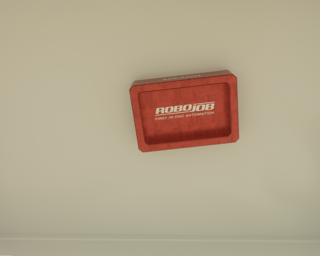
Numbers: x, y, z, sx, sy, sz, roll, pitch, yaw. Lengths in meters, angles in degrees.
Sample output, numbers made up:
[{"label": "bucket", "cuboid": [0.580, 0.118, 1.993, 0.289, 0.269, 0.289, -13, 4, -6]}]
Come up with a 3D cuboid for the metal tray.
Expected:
[{"label": "metal tray", "cuboid": [0.032, -0.021, 0.400, 0.131, 0.030, 0.089, -6, 110, 2]}]
